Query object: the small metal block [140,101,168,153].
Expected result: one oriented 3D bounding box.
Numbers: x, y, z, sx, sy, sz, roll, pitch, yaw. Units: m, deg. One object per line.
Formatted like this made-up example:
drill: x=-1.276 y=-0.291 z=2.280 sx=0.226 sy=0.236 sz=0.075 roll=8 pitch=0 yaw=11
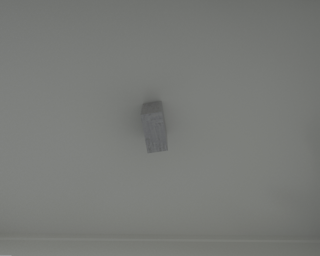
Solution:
small metal block: x=-0.006 y=-0.002 z=0.393 sx=0.025 sy=0.050 sz=0.050 roll=-8 pitch=109 yaw=3
